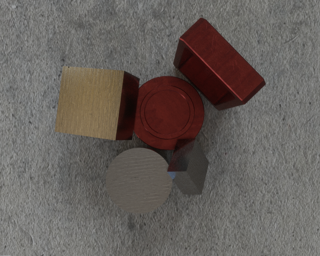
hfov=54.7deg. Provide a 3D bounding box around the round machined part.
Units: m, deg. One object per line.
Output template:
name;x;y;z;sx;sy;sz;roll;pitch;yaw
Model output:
round machined part;0.009;-0.020;0.404;0.099;0.042;0.097;0;90;-1

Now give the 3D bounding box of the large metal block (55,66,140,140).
large metal block;-0.076;-0.030;0.385;0.080;0.050;0.079;7;90;16

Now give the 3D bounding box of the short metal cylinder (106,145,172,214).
short metal cylinder;-0.025;0.063;0.399;0.081;0.050;0.079;0;90;-1

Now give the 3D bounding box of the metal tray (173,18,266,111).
metal tray;0.060;-0.065;0.358;0.030;0.130;0.090;-44;91;0

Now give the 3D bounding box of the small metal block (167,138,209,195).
small metal block;0.037;0.049;0.388;0.025;0.050;0.050;-6;135;30
